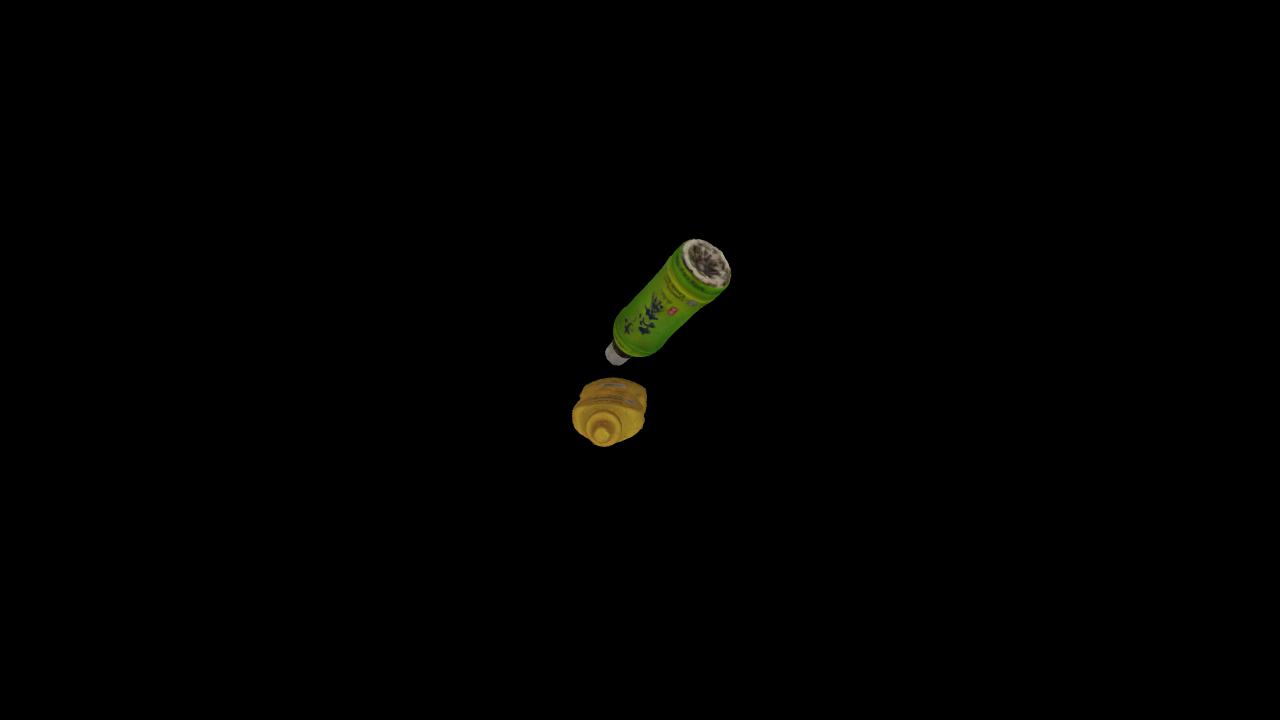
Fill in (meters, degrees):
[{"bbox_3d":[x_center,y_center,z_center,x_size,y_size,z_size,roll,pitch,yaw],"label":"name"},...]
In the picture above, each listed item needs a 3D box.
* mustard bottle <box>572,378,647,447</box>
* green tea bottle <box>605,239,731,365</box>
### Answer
[{"bbox_3d":[-0.039,0.066,0.769,0.092,0.054,0.184,9,11,1],"label":"mustard bottle"},{"bbox_3d":[0.021,-0.055,0.737,0.073,0.073,0.212,0,-31,-35],"label":"green tea bottle"}]
